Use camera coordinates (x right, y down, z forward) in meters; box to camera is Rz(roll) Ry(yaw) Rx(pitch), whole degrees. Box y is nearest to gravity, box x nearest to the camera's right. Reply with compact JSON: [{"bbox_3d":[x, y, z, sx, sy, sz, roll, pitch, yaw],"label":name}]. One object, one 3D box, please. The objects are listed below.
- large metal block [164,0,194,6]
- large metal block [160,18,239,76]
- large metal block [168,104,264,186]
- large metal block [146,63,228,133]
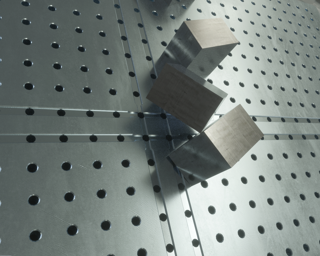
[{"bbox_3d":[0.030,-0.284,0.584,0.081,0.050,0.080,-31,79,-38],"label":"large metal block"},{"bbox_3d":[0.060,-0.121,0.481,0.081,0.080,0.050,-19,72,-36],"label":"large metal block"},{"bbox_3d":[0.071,0.023,0.397,0.081,0.080,0.050,-33,86,-38],"label":"large metal block"},{"bbox_3d":[0.039,-0.042,0.409,0.080,0.050,0.080,34,17,8],"label":"large metal block"}]
